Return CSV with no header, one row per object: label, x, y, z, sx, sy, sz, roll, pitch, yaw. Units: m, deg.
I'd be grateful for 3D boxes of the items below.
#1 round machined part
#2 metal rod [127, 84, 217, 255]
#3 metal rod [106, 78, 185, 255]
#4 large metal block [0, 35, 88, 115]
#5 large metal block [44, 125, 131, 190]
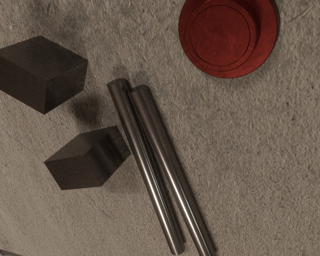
round machined part,0.063,-0.094,0.303,0.098,0.042,0.097,13,124,20
metal rod,0.025,0.080,0.441,0.025,0.025,0.299,-10,114,32
metal rod,-0.014,0.071,0.456,0.025,0.025,0.298,-4,117,30
large metal block,-0.155,-0.072,0.406,0.080,0.080,0.050,28,128,10
large metal block,-0.103,0.043,0.450,0.080,0.080,0.050,-12,113,33
